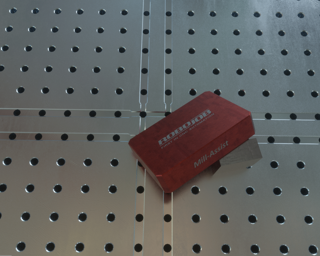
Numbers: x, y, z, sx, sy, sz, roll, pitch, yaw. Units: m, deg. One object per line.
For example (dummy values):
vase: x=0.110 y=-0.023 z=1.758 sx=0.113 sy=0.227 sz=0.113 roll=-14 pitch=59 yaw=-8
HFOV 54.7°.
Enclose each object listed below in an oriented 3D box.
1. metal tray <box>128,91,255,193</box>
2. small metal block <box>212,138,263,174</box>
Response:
metal tray: x=0.037 y=0.011 z=0.379 sx=0.131 sy=0.030 sz=0.090 roll=-33 pitch=35 yaw=-12
small metal block: x=0.092 y=0.036 z=0.386 sx=0.050 sy=0.050 sz=0.025 roll=-11 pitch=71 yaw=-4
